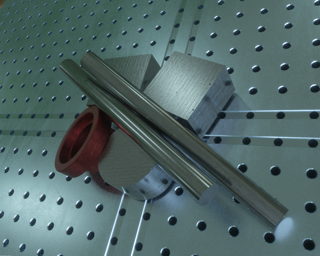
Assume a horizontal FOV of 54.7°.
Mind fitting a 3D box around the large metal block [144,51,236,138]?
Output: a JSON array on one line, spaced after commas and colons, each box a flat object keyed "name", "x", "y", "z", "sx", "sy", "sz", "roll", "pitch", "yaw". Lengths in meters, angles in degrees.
[{"name": "large metal block", "x": 0.035, "y": -0.043, "z": 0.394, "sx": 0.080, "sy": 0.050, "sz": 0.080, "roll": 27, "pitch": 77, "yaw": 37}]

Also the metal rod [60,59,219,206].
[{"name": "metal rod", "x": -0.047, "y": -0.016, "z": 0.372, "sx": 0.025, "sy": 0.025, "sz": 0.300, "roll": -47, "pitch": 52, "yaw": -4}]

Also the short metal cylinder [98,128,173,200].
[{"name": "short metal cylinder", "x": -0.027, "y": 0.041, "z": 0.375, "sx": 0.080, "sy": 0.050, "sz": 0.080, "roll": -13, "pitch": 56, "yaw": 21}]

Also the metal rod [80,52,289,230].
[{"name": "metal rod", "x": 0.009, "y": -0.002, "z": 0.352, "sx": 0.300, "sy": 0.025, "sz": 0.025, "roll": 40, "pitch": 85, "yaw": 24}]

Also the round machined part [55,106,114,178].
[{"name": "round machined part", "x": -0.094, "y": 0.022, "z": 0.414, "sx": 0.098, "sy": 0.042, "sz": 0.098, "roll": -35, "pitch": 36, "yaw": 31}]

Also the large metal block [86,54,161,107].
[{"name": "large metal block", "x": -0.046, "y": -0.054, "z": 0.441, "sx": 0.080, "sy": 0.050, "sz": 0.080, "roll": 1, "pitch": 62, "yaw": 28}]
